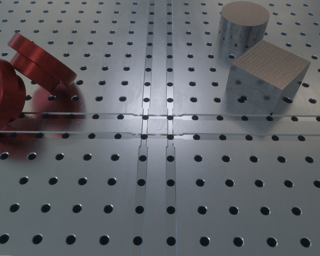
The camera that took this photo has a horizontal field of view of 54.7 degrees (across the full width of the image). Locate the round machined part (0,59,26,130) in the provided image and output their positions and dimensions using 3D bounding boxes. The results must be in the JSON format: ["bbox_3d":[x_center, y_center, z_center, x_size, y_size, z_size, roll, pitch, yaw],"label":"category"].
[{"bbox_3d":[-0.216,-0.042,0.408,0.098,0.042,0.097,-4,83,31],"label":"round machined part"}]

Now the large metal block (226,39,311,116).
[{"bbox_3d":[0.157,-0.077,0.457,0.080,0.050,0.080,36,59,26],"label":"large metal block"}]

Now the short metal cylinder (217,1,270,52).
[{"bbox_3d":[0.144,-0.179,0.542,0.080,0.050,0.080,0,50,0],"label":"short metal cylinder"}]

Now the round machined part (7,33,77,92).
[{"bbox_3d":[-0.172,-0.087,0.441,0.098,0.098,0.042,32,86,24],"label":"round machined part"}]
